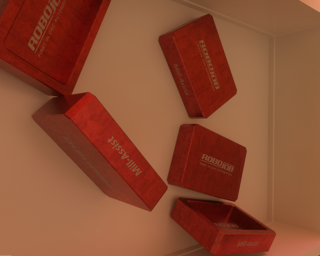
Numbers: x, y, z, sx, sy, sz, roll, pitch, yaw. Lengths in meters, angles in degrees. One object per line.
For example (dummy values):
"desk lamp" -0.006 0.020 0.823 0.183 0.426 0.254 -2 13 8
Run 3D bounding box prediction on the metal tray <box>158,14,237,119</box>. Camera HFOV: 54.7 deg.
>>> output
"metal tray" 0.060 -0.090 0.456 0.091 0.030 0.129 -37 113 -34

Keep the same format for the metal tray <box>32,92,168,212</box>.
"metal tray" -0.060 0.026 0.314 0.030 0.090 0.130 -51 120 -27

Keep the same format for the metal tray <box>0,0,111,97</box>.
"metal tray" -0.105 -0.106 0.299 0.090 0.030 0.130 37 67 -52

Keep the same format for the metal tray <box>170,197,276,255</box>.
"metal tray" 0.091 0.137 0.440 0.131 0.090 0.030 16 98 -39

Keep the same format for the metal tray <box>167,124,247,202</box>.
"metal tray" 0.076 0.055 0.470 0.131 0.030 0.090 23 75 -38
